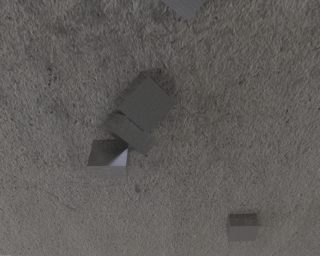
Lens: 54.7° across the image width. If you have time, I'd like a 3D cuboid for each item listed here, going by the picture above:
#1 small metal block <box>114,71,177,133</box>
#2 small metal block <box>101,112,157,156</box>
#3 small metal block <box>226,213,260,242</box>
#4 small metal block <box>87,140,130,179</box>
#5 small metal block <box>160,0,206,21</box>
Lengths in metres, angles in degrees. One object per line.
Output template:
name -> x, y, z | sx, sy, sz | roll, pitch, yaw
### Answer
small metal block -> -0.018, -0.031, 0.369 | 0.050, 0.025, 0.050 | -46, 120, 4
small metal block -> -0.040, 0.007, 0.394 | 0.050, 0.050, 0.025 | 40, 77, -29
small metal block -> 0.149, 0.181, 0.563 | 0.050, 0.025, 0.050 | -3, 130, 2
small metal block -> -0.069, 0.042, 0.426 | 0.050, 0.050, 0.025 | -1, 130, 0
small metal block -> 0.023, -0.139, 0.289 | 0.050, 0.025, 0.050 | 29, 124, -23
